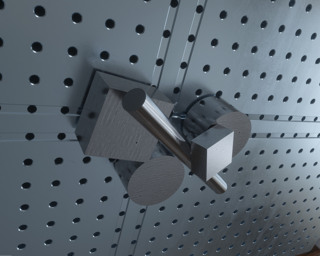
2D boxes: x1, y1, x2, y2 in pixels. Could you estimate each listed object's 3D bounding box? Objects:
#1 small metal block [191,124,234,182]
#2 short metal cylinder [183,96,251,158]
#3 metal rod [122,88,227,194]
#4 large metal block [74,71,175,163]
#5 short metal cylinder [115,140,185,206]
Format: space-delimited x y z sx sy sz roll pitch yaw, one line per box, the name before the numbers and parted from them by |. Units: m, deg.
small metal block | 0.065 0.030 0.387 0.050 0.025 0.050 -29 130 -33
short metal cylinder | 0.080 0.002 0.435 0.081 0.050 0.079 -14 124 -21
metal rod | 0.039 0.037 0.405 0.025 0.025 0.300 -43 144 1
large metal block | -0.042 -0.011 0.358 0.081 0.050 0.079 11 113 -33
short metal cylinder | -0.014 0.057 0.418 0.081 0.050 0.079 -14 124 -21
